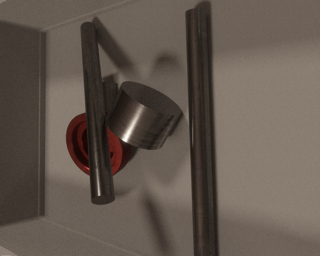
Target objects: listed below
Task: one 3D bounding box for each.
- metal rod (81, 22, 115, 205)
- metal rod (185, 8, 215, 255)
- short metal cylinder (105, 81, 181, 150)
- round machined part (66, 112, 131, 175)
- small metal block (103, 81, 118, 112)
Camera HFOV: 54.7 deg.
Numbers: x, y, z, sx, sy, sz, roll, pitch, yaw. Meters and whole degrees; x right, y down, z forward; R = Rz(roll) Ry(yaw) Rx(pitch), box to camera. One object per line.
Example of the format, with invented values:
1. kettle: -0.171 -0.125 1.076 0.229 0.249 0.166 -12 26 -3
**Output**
1. metal rod: -0.088 -0.043 0.415 0.025 0.025 0.299 -40 47 32
2. metal rod: 0.048 0.011 0.365 0.025 0.025 0.298 -3 88 39
3. short metal cylinder: -0.021 -0.017 0.386 0.080 0.081 0.050 42 115 31
4. round machined part: -0.084 0.020 0.450 0.098 0.042 0.097 9 111 25
5. small metal block: -0.090 -0.041 0.478 0.050 0.025 0.050 -10 83 39
